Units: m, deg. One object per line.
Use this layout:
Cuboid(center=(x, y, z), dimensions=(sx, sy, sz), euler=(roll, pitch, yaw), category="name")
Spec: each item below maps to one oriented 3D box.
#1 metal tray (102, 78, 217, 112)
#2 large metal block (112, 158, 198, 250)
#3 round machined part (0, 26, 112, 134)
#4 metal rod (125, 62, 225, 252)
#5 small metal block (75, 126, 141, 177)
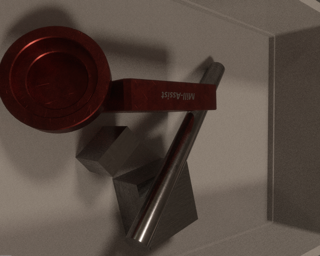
Cuboid(center=(-0.009, -0.034, 0.358), dimensions=(0.131, 0.090, 0.030), euler=(-3, 92, -40), category="metal tray")
Cuboid(center=(-0.004, 0.090, 0.389), dimensions=(0.081, 0.050, 0.079), euler=(-19, 103, -39), category="large metal block")
Cuboid(center=(-0.095, -0.043, 0.296), dimensions=(0.099, 0.042, 0.097), euler=(1, 80, -3), category="round machined part")
Cuboid(center=(0.034, 0.009, 0.390), dimensions=(0.025, 0.025, 0.301), euler=(53, 45, -27), category="metal rod")
Cuboid(center=(-0.058, 0.024, 0.343), dimensions=(0.050, 0.050, 0.025), euler=(-53, 121, -27), category="small metal block")
